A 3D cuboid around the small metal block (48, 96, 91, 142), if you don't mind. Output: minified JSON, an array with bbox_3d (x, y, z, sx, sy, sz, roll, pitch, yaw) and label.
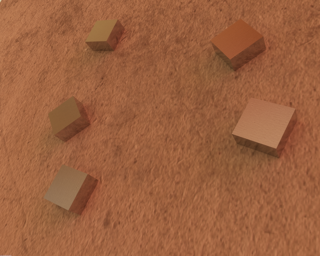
[{"bbox_3d":[-0.142,-0.014,0.485,0.050,0.025,0.050,-35,52,5],"label":"small metal block"}]

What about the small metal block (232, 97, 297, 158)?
[{"bbox_3d":[0.116,-0.001,0.343,0.050,0.025,0.050,21,72,35],"label":"small metal block"}]

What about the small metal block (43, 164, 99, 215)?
[{"bbox_3d":[-0.119,0.082,0.414,0.050,0.025,0.050,13,68,33],"label":"small metal block"}]

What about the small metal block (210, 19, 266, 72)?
[{"bbox_3d":[0.105,-0.112,0.417,0.050,0.025,0.050,-35,52,4],"label":"small metal block"}]

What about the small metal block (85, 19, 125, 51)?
[{"bbox_3d":[-0.098,-0.166,0.555,0.050,0.025,0.050,8,66,31],"label":"small metal block"}]
